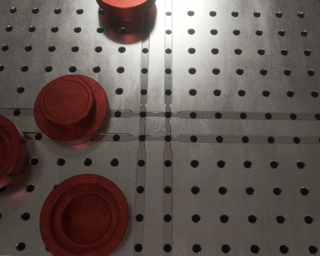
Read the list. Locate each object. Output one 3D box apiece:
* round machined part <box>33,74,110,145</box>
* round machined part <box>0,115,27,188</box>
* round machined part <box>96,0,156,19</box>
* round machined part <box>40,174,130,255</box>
[{"bbox_3d":[-0.119,-0.029,0.412,0.099,0.042,0.098,0,70,0],"label":"round machined part"},{"bbox_3d":[-0.216,0.033,0.388,0.099,0.042,0.098,0,70,-1],"label":"round machined part"},{"bbox_3d":[-0.052,-0.210,0.479,0.099,0.042,0.098,0,70,-1],"label":"round machined part"},{"bbox_3d":[-0.084,0.106,0.363,0.099,0.042,0.098,0,70,-1],"label":"round machined part"}]
